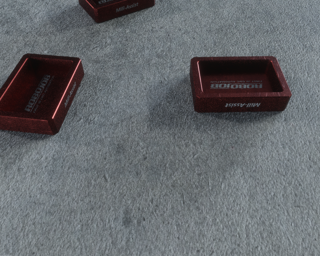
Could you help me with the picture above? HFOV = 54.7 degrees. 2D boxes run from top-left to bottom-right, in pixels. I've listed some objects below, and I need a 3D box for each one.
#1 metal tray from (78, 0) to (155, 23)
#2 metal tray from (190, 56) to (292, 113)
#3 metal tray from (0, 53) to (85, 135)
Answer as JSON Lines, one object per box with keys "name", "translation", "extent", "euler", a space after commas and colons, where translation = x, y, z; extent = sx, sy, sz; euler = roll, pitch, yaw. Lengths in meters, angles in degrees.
{"name": "metal tray", "translation": [-0.087, -0.261, 0.617], "extent": [0.131, 0.030, 0.090], "euler": [-26, 55, -20]}
{"name": "metal tray", "translation": [0.113, -0.066, 0.455], "extent": [0.131, 0.030, 0.090], "euler": [-1, 50, -1]}
{"name": "metal tray", "translation": [-0.172, -0.053, 0.442], "extent": [0.090, 0.030, 0.130], "euler": [6, 50, 5]}
